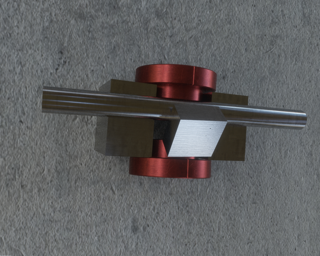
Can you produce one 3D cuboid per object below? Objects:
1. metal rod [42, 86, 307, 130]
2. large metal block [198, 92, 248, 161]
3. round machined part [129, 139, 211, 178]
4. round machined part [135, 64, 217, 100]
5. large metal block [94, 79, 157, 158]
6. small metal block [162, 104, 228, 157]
[{"bbox_3d":[0.033,-0.018,0.337,0.302,0.025,0.025,3,89,-20],"label":"metal rod"},{"bbox_3d":[0.068,-0.001,0.406,0.050,0.080,0.080,4,89,-20],"label":"large metal block"},{"bbox_3d":[0.013,0.037,0.376,0.099,0.098,0.042,5,84,-20],"label":"round machined part"},{"bbox_3d":[0.018,-0.047,0.378,0.099,0.098,0.042,4,90,-20],"label":"round machined part"},{"bbox_3d":[-0.043,-0.010,0.365,0.050,0.080,0.080,5,89,-20],"label":"large metal block"},{"bbox_3d":[0.035,0.004,0.324,0.050,0.025,0.050,2,130,-19],"label":"small metal block"}]
